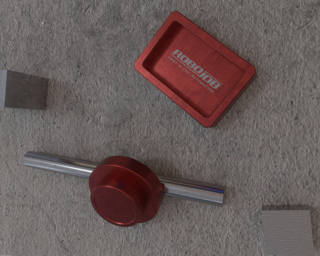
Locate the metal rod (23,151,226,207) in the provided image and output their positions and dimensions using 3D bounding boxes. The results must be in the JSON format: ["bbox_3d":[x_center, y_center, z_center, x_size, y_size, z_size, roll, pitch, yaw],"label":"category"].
[{"bbox_3d":[-0.062,0.066,0.430,0.301,0.025,0.025,8,93,19],"label":"metal rod"}]

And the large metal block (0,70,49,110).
[{"bbox_3d":[-0.228,-0.056,0.460,0.080,0.080,0.050,6,92,20],"label":"large metal block"}]

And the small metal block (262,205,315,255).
[{"bbox_3d":[0.147,0.117,0.357,0.050,0.025,0.050,-6,88,19],"label":"small metal block"}]

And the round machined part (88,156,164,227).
[{"bbox_3d":[-0.048,0.087,0.394,0.098,0.042,0.097,11,124,17],"label":"round machined part"}]

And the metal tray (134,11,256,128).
[{"bbox_3d":[0.042,-0.073,0.391,0.130,0.030,0.090,41,103,15],"label":"metal tray"}]
